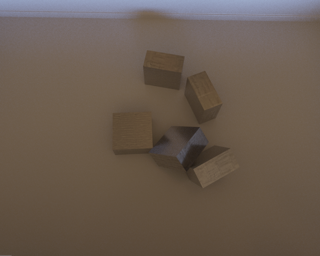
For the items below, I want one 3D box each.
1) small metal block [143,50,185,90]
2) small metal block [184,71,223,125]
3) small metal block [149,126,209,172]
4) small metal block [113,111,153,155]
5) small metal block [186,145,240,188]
[{"bbox_3d":[0.005,-0.078,0.425,0.050,0.050,0.025,10,71,3],"label":"small metal block"},{"bbox_3d":[0.056,-0.039,0.411,0.025,0.050,0.050,-22,72,-8],"label":"small metal block"},{"bbox_3d":[0.023,0.024,0.381,0.050,0.050,0.025,-49,121,-28],"label":"small metal block"},{"bbox_3d":[-0.035,0.007,0.407,0.050,0.025,0.050,-2,70,-1],"label":"small metal block"},{"bbox_3d":[0.060,0.045,0.377,0.050,0.050,0.025,-27,96,-10],"label":"small metal block"}]
